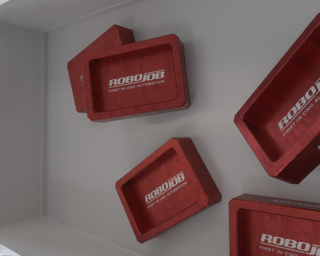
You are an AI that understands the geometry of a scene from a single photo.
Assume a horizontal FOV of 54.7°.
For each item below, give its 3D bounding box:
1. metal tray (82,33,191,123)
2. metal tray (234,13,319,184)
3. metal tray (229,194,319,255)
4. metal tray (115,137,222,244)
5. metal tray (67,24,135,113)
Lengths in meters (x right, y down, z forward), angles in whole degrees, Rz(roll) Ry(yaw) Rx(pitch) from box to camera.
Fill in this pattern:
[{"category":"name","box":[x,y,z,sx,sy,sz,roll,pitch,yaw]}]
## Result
[{"category":"metal tray","box":[-0.032,-0.060,0.397,0.130,0.030,0.090,-8,84,16]},{"category":"metal tray","box":[0.129,-0.027,0.270,0.129,0.030,0.090,-55,29,25]},{"category":"metal tray","box":[0.132,0.117,0.294,0.130,0.030,0.089,-1,89,40]},{"category":"metal tray","box":[0.004,0.081,0.399,0.129,0.030,0.090,-40,66,32]},{"category":"metal tray","box":[-0.087,-0.086,0.476,0.130,0.030,0.090,-24,75,37]}]
